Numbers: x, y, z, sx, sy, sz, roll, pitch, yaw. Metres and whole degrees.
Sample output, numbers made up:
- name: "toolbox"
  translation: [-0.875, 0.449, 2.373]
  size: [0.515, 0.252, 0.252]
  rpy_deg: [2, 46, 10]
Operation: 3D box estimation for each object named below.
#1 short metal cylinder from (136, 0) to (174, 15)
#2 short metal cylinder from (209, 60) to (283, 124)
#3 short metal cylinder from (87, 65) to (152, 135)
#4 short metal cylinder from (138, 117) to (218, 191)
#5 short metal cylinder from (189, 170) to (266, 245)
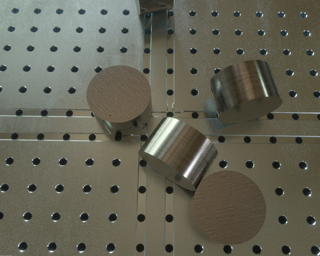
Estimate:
- name: "short metal cylinder"
  translation: [-0.014, -0.214, 0.461]
  size: [0.050, 0.080, 0.080]
  rpy_deg: [-12, 71, -4]
- name: "short metal cylinder"
  translation: [0.109, -0.044, 0.399]
  size: [0.081, 0.080, 0.050]
  rpy_deg: [-11, 71, -4]
- name: "short metal cylinder"
  translation: [-0.051, -0.036, 0.411]
  size: [0.081, 0.050, 0.080]
  rpy_deg: [0, 70, 0]
- name: "short metal cylinder"
  translation: [0.021, 0.031, 0.371]
  size: [0.080, 0.080, 0.050]
  rpy_deg: [32, 73, 11]
- name: "short metal cylinder"
  translation: [0.076, 0.094, 0.364]
  size: [0.081, 0.050, 0.080]
  rpy_deg: [0, 70, 0]
